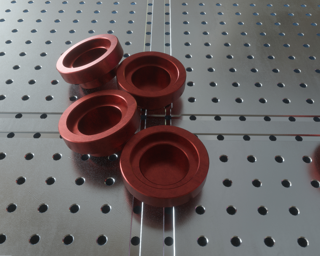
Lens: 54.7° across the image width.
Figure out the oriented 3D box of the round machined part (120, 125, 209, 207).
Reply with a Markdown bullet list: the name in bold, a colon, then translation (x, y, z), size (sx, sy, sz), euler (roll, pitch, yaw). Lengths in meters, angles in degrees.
- **round machined part**: translation (0.005, 0.047, 0.358), size (0.099, 0.042, 0.098), euler (0, 50, 0)

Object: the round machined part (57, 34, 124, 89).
- **round machined part**: translation (-0.099, -0.096, 0.463), size (0.098, 0.042, 0.098), euler (-13, 42, 13)

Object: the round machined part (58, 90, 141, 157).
- **round machined part**: translation (-0.072, -0.002, 0.388), size (0.098, 0.042, 0.098), euler (-9, 41, 8)

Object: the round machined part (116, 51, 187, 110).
- **round machined part**: translation (-0.012, -0.065, 0.450), size (0.099, 0.042, 0.098), euler (1, 51, -1)
